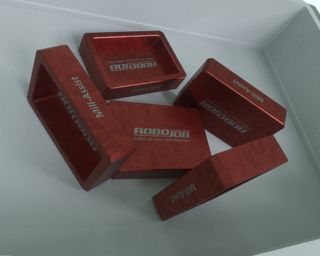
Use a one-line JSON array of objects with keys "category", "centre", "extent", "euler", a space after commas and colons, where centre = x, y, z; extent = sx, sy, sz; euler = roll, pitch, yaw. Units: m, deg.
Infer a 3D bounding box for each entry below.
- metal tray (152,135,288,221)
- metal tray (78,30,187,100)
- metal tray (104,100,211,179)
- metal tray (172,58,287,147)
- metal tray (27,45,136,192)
[{"category": "metal tray", "centre": [0.059, 0.057, 0.333], "extent": [0.091, 0.129, 0.030], "euler": [-13, 69, -34]}, {"category": "metal tray", "centre": [-0.036, -0.092, 0.438], "extent": [0.131, 0.030, 0.090], "euler": [-14, 69, -34]}, {"category": "metal tray", "centre": [-0.002, 0.016, 0.389], "extent": [0.131, 0.030, 0.090], "euler": [3, 60, -27]}, {"category": "metal tray", "centre": [0.094, -0.027, 0.430], "extent": [0.130, 0.090, 0.030], "euler": [33, 52, -7]}, {"category": "metal tray", "centre": [-0.087, -0.008, 0.320], "extent": [0.030, 0.090, 0.130], "euler": [-27, 77, -38]}]
